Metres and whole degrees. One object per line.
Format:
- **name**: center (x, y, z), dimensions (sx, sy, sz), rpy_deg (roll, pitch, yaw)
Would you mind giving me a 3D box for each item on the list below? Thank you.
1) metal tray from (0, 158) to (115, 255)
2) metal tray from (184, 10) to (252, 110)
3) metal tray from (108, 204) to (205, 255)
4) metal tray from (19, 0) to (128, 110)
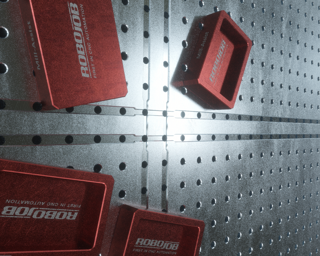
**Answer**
- **metal tray**: center (-0.115, 0.083, 0.310), dimensions (0.131, 0.030, 0.090), rpy_deg (17, 79, -39)
- **metal tray**: center (0.095, -0.104, 0.487), dimensions (0.090, 0.030, 0.130), rpy_deg (31, 70, -36)
- **metal tray**: center (-0.002, 0.157, 0.406), dimensions (0.131, 0.030, 0.090), rpy_deg (23, 76, -38)
- **metal tray**: center (-0.090, -0.090, 0.332), dimensions (0.091, 0.030, 0.129), rpy_deg (-16, 101, -39)
